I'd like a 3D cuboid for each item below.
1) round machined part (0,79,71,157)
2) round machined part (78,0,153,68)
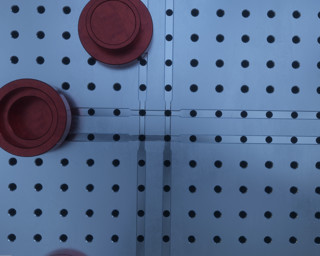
[{"bbox_3d":[-0.164,-0.013,0.403,0.099,0.042,0.097,0,90,-1],"label":"round machined part"},{"bbox_3d":[-0.058,-0.131,0.404,0.099,0.042,0.097,0,90,-1],"label":"round machined part"}]
